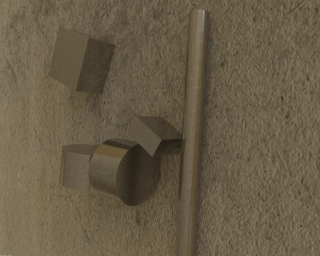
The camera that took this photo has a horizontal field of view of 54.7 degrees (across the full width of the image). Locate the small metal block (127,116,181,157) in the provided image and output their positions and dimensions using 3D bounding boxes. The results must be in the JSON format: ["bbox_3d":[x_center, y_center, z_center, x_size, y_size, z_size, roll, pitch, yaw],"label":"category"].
[{"bbox_3d":[-0.003,0.009,0.390,0.050,0.050,0.025,42,115,31],"label":"small metal block"}]

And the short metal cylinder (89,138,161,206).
[{"bbox_3d":[-0.044,0.056,0.404,0.050,0.081,0.079,8,95,39],"label":"short metal cylinder"}]

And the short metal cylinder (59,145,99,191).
[{"bbox_3d":[-0.103,0.055,0.452,0.080,0.081,0.050,11,97,39],"label":"short metal cylinder"}]

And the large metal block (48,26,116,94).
[{"bbox_3d":[-0.125,-0.107,0.489,0.080,0.050,0.079,28,108,36],"label":"large metal block"}]

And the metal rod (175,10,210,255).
[{"bbox_3d":[0.039,0.013,0.371,0.025,0.025,0.298,5,93,39],"label":"metal rod"}]
